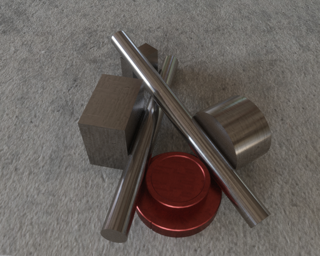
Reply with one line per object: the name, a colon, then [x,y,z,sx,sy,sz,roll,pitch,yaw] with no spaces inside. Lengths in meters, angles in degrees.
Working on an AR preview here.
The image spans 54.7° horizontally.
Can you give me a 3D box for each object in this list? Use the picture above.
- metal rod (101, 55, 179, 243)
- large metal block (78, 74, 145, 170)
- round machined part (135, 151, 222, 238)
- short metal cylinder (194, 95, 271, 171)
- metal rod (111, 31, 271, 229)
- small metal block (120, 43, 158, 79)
metal rod: [-0.012,-0.003,0.388,0.025,0.025,0.300,9,44,7]
large metal block: [-0.053,-0.006,0.373,0.050,0.080,0.080,9,51,7]
round machined part: [0.019,0.065,0.340,0.099,0.042,0.098,0,50,0]
short metal cylinder: [0.082,0.008,0.364,0.050,0.080,0.080,-26,55,-20]
metal rod: [0.022,-0.016,0.374,0.025,0.025,0.300,-26,64,-20]
small metal block: [-0.030,-0.091,0.464,0.025,0.050,0.050,38,59,27]
